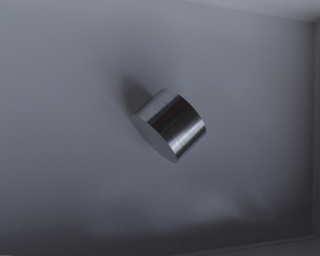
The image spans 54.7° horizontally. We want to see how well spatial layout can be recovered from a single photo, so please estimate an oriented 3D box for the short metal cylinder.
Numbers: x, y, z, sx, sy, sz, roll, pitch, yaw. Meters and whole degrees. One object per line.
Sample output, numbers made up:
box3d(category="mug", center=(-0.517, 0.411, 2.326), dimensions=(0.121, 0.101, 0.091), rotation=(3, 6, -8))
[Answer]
box3d(category="short metal cylinder", center=(0.010, -0.003, 0.383), dimensions=(0.050, 0.080, 0.080), rotation=(-43, 104, -15))
